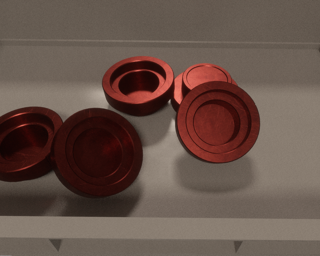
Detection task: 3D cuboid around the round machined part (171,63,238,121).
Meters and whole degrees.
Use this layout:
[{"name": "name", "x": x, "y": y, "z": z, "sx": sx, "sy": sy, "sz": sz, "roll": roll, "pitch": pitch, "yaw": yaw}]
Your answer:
[{"name": "round machined part", "x": 0.065, "y": -0.055, "z": 0.441, "sx": 0.099, "sy": 0.042, "sz": 0.098, "roll": 0, "pitch": 50, "yaw": 0}]

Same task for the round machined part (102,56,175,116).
[{"name": "round machined part", "x": -0.028, "y": -0.055, "z": 0.436, "sx": 0.099, "sy": 0.042, "sz": 0.098, "roll": -2, "pitch": 50, "yaw": 3}]

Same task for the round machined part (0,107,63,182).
[{"name": "round machined part", "x": -0.158, "y": 0.023, "z": 0.369, "sx": 0.099, "sy": 0.042, "sz": 0.098, "roll": -2, "pitch": 48, "yaw": 3}]

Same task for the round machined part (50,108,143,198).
[{"name": "round machined part", "x": -0.072, "y": 0.030, "z": 0.349, "sx": 0.099, "sy": 0.042, "sz": 0.098, "roll": 11, "pitch": 67, "yaw": -27}]

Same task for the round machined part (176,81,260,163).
[{"name": "round machined part", "x": 0.068, "y": -0.005, "z": 0.381, "sx": 0.099, "sy": 0.042, "sz": 0.097, "roll": 0, "pitch": 82, "yaw": -3}]
